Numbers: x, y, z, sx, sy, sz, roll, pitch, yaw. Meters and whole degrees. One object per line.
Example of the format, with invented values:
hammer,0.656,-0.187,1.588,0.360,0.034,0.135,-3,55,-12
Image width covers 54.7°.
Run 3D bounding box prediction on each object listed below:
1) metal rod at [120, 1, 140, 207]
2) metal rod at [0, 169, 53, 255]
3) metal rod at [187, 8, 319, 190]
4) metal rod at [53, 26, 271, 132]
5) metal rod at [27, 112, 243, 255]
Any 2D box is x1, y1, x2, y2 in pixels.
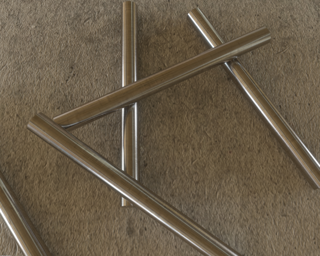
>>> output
metal rod,-0.041,-0.046,0.424,0.025,0.025,0.299,-2,70,-1
metal rod,-0.196,0.076,0.378,0.025,0.025,0.300,-36,74,-12
metal rod,0.126,-0.051,0.427,0.025,0.025,0.299,-29,73,-10
metal rod,0.010,-0.065,0.404,0.302,0.025,0.025,-25,72,-9
metal rod,-0.022,0.078,0.354,0.301,0.025,0.025,35,74,2
